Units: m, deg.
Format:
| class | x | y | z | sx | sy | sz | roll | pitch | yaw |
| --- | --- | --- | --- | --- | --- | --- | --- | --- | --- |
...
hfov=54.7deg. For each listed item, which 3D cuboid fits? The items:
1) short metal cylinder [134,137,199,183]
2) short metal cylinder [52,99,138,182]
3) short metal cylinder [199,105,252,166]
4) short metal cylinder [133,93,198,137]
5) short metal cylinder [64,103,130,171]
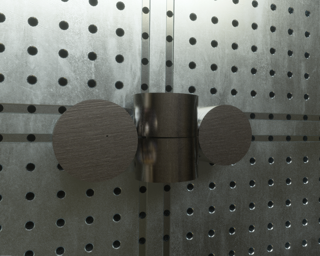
| class | x | y | z | sx | sy | sz | roll | pitch | yaw |
| --- | --- | --- | --- | --- | --- | --- | --- | --- | --- |
| short metal cylinder | 0.008 | 0.036 | 0.386 | 0.081 | 0.080 | 0.050 | -1 | 91 | -20 |
| short metal cylinder | -0.068 | 0.012 | 0.319 | 0.081 | 0.050 | 0.079 | 0 | 90 | -20 |
| short metal cylinder | 0.078 | 0.009 | 0.427 | 0.081 | 0.050 | 0.079 | 0 | 90 | -20 |
| short metal cylinder | 0.007 | -0.015 | 0.386 | 0.081 | 0.080 | 0.050 | 1 | 91 | -20 |
| short metal cylinder | -0.074 | 0.008 | 0.372 | 0.081 | 0.050 | 0.079 | 0 | 90 | -20 |
